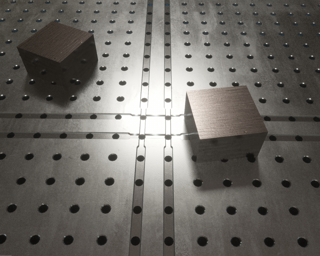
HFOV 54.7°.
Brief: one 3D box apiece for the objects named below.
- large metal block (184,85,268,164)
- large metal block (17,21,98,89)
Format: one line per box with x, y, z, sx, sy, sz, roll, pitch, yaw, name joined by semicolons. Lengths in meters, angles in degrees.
0.079;-0.006;0.397;0.081;0.050;0.080;-6;50;-6;large metal block
-0.158;-0.117;0.488;0.080;0.050;0.080;22;53;17;large metal block
